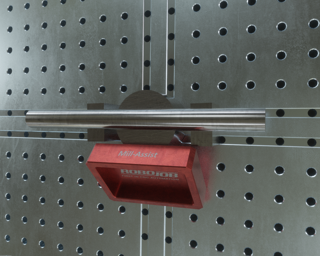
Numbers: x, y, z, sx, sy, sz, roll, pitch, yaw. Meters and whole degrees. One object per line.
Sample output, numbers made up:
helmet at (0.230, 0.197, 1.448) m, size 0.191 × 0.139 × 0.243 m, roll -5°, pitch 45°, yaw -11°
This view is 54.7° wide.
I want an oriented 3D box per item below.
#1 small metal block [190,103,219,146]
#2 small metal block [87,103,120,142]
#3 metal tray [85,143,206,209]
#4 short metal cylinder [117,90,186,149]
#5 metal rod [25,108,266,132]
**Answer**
small metal block at (0.056, -0.004, 0.380) m, size 0.025 × 0.050 × 0.050 m, roll -1°, pitch 90°, yaw 20°
small metal block at (-0.075, -0.007, 0.426) m, size 0.025 × 0.050 × 0.050 m, roll -1°, pitch 90°, yaw 20°
metal tray at (-0.015, 0.060, 0.385) m, size 0.130 × 0.090 × 0.030 m, roll 1°, pitch 47°, yaw 20°
short metal cylinder at (-0.010, -0.007, 0.402) m, size 0.080 × 0.050 × 0.080 m, roll 0°, pitch 90°, yaw 20°
metal rod at (-0.033, -0.010, 0.371) m, size 0.301 × 0.025 × 0.025 m, roll 1°, pitch 90°, yaw 20°
